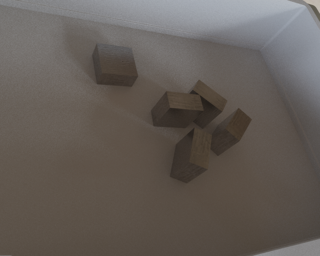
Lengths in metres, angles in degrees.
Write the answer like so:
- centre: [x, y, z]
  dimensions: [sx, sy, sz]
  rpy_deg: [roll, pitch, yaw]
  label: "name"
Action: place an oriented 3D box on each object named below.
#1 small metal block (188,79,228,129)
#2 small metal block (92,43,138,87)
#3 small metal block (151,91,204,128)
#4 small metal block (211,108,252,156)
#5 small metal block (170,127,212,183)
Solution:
- centre: [0.059, -0.033, 0.443]
  dimensions: [0.050, 0.050, 0.025]
  rpy_deg: [36, 51, -5]
  label: "small metal block"
- centre: [-0.062, -0.086, 0.426]
  dimensions: [0.050, 0.025, 0.050]
  rpy_deg: [0, 62, -28]
  label: "small metal block"
- centre: [0.022, -0.023, 0.417]
  dimensions: [0.050, 0.050, 0.025]
  rpy_deg: [3, 61, -27]
  label: "small metal block"
- centre: [0.097, 0.006, 0.441]
  dimensions: [0.025, 0.050, 0.050]
  rpy_deg: [41, 51, -1]
  label: "small metal block"
- centre: [0.039, 0.035, 0.391]
  dimensions: [0.025, 0.050, 0.050]
  rpy_deg: [24, 53, -14]
  label: "small metal block"
